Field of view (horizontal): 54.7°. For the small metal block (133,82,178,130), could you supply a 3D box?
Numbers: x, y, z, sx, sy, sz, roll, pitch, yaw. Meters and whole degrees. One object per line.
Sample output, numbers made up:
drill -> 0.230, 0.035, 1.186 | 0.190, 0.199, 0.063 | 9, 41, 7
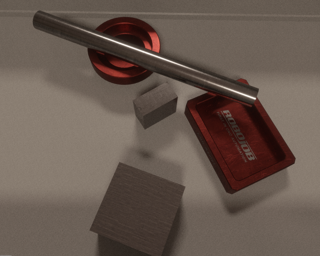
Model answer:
small metal block -> -0.006, -0.028, 0.407 | 0.050, 0.050, 0.025 | -30, 73, -11

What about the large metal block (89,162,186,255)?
large metal block -> -0.023, 0.096, 0.361 | 0.080, 0.050, 0.080 | 20, 71, 6

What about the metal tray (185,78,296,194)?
metal tray -> 0.100, 0.008, 0.405 | 0.091, 0.030, 0.130 | -23, 72, -9

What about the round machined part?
round machined part -> -0.049, -0.104, 0.438 | 0.099, 0.042, 0.098 | 0, 70, -1

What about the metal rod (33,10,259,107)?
metal rod -> -0.023, -0.091, 0.398 | 0.301, 0.025, 0.025 | 21, 71, 7
